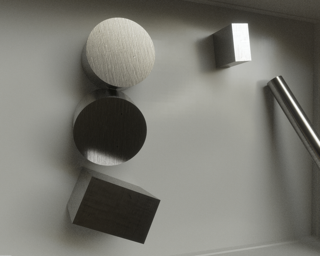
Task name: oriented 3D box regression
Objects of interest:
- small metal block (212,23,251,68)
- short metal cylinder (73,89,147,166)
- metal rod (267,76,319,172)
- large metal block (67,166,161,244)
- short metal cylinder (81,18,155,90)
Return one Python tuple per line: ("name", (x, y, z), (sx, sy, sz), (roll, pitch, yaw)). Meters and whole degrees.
("small metal block", (0.100, -0.114, 0.436), (0.025, 0.050, 0.050), (-7, 93, -20))
("short metal cylinder", (-0.060, -0.003, 0.364), (0.081, 0.050, 0.079), (-5, 109, -14))
("metal rod", (0.238, 0.056, 0.437), (0.025, 0.025, 0.299), (-19, 72, -19))
("large metal block", (-0.057, 0.087, 0.361), (0.080, 0.080, 0.050), (24, 82, -19))
("short metal cylinder", (-0.052, -0.087, 0.379), (0.081, 0.050, 0.079), (0, 90, -21))
